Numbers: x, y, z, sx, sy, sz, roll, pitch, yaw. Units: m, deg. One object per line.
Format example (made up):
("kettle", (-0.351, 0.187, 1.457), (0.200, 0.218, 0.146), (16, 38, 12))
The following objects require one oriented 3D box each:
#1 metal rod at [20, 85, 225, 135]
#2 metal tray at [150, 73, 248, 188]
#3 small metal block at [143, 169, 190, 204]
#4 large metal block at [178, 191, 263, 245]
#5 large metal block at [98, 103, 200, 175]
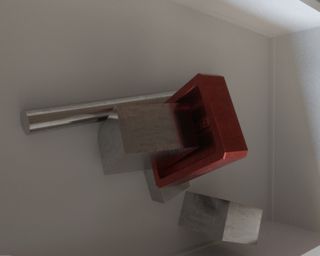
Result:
("metal rod", (-0.016, -0.031, 0.394), (0.302, 0.025, 0.025), (-13, 99, -39))
("metal tray", (0.030, 0.009, 0.348), (0.030, 0.129, 0.090), (-2, 69, -33))
("small metal block", (0.009, 0.066, 0.417), (0.050, 0.025, 0.050), (-25, 106, -37))
("large metal block", (0.087, 0.129, 0.447), (0.080, 0.080, 0.050), (23, 76, -38))
("large metal block", (-0.016, 0.013, 0.339), (0.081, 0.080, 0.050), (-4, 70, -26))
